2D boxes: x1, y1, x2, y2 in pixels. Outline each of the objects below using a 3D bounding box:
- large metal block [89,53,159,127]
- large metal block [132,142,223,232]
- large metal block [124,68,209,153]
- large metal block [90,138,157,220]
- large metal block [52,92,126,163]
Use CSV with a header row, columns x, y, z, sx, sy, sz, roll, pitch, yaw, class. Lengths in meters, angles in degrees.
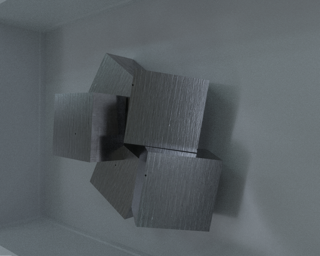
x,y,z,sx,sy,sz,roll,pitch,yaw,class
-0.050,-0.045,0.428,0.080,0.050,0.080,43,116,31,large metal block
0.016,0.064,0.345,0.050,0.081,0.079,-138,57,-76,large metal block
0.005,-0.021,0.355,0.081,0.050,0.079,8,97,-6,large metal block
-0.039,0.060,0.415,0.080,0.050,0.079,37,112,33,large metal block
-0.091,-0.002,0.394,0.080,0.050,0.079,4,91,40,large metal block
